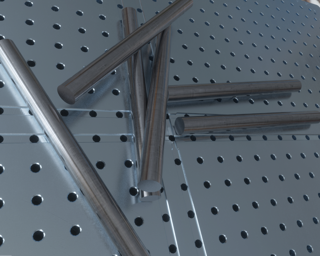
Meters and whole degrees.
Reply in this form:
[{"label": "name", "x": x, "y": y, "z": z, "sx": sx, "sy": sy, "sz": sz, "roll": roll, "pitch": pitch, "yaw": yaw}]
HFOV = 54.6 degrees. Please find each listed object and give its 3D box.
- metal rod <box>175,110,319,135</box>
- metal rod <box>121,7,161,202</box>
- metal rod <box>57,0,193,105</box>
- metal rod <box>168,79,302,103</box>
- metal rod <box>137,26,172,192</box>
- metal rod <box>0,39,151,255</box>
[{"label": "metal rod", "x": 0.157, "y": -0.011, "z": 0.498, "sx": 0.302, "sy": 0.025, "sz": 0.025, "roll": -4, "pitch": 64, "yaw": -30}, {"label": "metal rod", "x": -0.030, "y": -0.051, "z": 0.422, "sx": 0.025, "sy": 0.025, "sz": 0.299, "roll": 6, "pitch": 59, "yaw": -25}, {"label": "metal rod", "x": -0.029, "y": -0.126, "z": 0.435, "sx": 0.025, "sy": 0.025, "sz": 0.301, "roll": 40, "pitch": 51, "yaw": -1}, {"label": "metal rod", "x": 0.134, "y": -0.064, "z": 0.518, "sx": 0.302, "sy": 0.025, "sz": 0.025, "roll": -7, "pitch": 66, "yaw": -31}, {"label": "metal rod", "x": -0.001, "y": -0.053, "z": 0.416, "sx": 0.025, "sy": 0.025, "sz": 0.300, "roll": 20, "pitch": 47, "yaw": -17}, {"label": "metal rod", "x": -0.100, "y": 0.023, "z": 0.339, "sx": 0.025, "sy": 0.025, "sz": 0.299, "roll": -27, "pitch": 77, "yaw": -37}]
